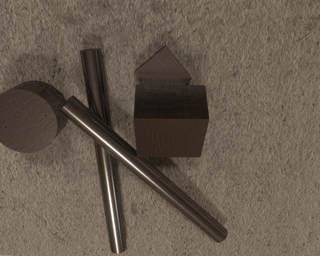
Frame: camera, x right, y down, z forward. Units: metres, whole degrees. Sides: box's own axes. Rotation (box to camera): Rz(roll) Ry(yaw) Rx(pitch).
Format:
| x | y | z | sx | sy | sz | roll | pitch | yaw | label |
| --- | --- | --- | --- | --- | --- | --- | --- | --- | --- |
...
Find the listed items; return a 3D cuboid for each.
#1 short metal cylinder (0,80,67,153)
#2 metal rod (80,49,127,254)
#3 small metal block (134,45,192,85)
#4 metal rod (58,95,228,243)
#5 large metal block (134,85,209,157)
| x | y | z | sx | sy | sz | roll | pitch | yaw | label |
| --- | --- | --- | --- | --- | --- | --- | --- | --- | --- |
| -0.162 | -0.015 | 0.389 | 0.081 | 0.050 | 0.079 | 0 | 110 | -1 | short metal cylinder |
| -0.074 | 0.045 | 0.425 | 0.025 | 0.025 | 0.298 | -4 | 110 | 1 | metal rod |
| 0.004 | -0.067 | 0.385 | 0.050 | 0.025 | 0.050 | -38 | 106 | 12 | small metal block |
| -0.009 | 0.067 | 0.417 | 0.025 | 0.025 | 0.300 | -41 | 112 | 13 | metal rod |
| 0.012 | -0.006 | 0.375 | 0.081 | 0.050 | 0.080 | 0 | 144 | -1 | large metal block |
